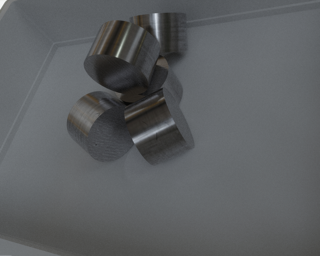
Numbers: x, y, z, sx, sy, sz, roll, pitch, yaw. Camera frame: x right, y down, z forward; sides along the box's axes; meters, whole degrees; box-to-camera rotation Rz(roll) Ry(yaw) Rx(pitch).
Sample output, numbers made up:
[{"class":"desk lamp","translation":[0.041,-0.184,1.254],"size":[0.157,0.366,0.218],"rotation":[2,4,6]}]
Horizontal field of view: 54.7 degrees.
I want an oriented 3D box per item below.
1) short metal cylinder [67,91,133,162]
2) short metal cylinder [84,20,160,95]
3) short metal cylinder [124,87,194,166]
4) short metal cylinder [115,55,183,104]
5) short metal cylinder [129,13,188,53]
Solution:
[{"class":"short metal cylinder","translation":[-0.074,-0.002,0.408],"size":[0.050,0.080,0.080],"rotation":[33,80,38]},{"class":"short metal cylinder","translation":[-0.045,-0.083,0.379],"size":[0.080,0.080,0.050],"rotation":[3,64,30]},{"class":"short metal cylinder","translation":[0.001,-0.002,0.369],"size":[0.050,0.080,0.080],"rotation":[-26,53,13]},{"class":"short metal cylinder","translation":[-0.015,-0.056,0.429],"size":[0.080,0.050,0.080],"rotation":[-13,56,21]},{"class":"short metal cylinder","translation":[-0.001,-0.133,0.443],"size":[0.080,0.080,0.050],"rotation":[4,106,30]}]
